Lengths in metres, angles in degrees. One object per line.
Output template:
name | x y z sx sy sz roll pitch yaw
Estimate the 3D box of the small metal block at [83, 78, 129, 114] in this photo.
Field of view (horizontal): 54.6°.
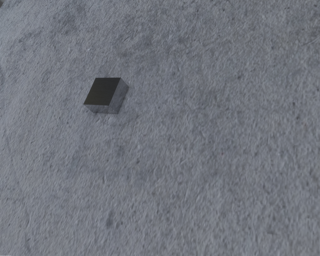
small metal block | -0.083 -0.050 0.479 0.050 0.025 0.050 5 64 30
